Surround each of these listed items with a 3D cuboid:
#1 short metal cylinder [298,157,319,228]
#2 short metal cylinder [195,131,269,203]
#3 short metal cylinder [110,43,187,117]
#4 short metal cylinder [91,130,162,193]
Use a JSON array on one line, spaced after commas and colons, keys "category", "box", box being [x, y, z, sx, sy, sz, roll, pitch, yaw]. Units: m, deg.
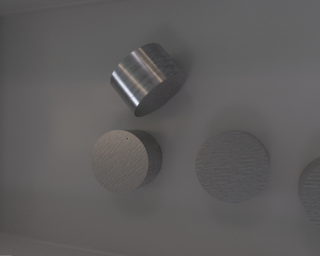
[{"category": "short metal cylinder", "box": [0.193, 0.070, 0.329, 0.080, 0.050, 0.080, 0, 90, 20]}, {"category": "short metal cylinder", "box": [0.087, 0.043, 0.366, 0.080, 0.050, 0.080, 0, 90, 20]}, {"category": "short metal cylinder", "box": [-0.014, -0.058, 0.386, 0.080, 0.080, 0.050, -42, 77, 15]}, {"category": "short metal cylinder", "box": [-0.043, 0.042, 0.412, 0.080, 0.050, 0.080, 0, 90, 20]}]
